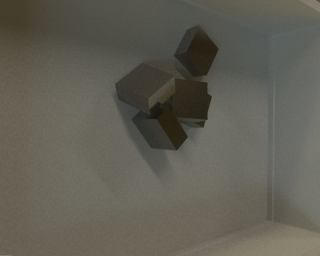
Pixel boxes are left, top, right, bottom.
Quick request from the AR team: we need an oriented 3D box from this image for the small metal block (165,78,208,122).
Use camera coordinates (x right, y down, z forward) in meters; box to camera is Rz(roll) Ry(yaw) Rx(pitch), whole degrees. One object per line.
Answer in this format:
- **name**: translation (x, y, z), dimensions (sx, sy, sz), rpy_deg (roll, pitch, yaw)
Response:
- **small metal block**: translation (0.034, -0.035, 0.407), dimensions (0.050, 0.025, 0.050), rpy_deg (4, 82, -23)

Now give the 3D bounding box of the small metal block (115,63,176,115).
- **small metal block**: translation (-0.017, -0.048, 0.374), dimensions (0.050, 0.050, 0.025), rpy_deg (-45, 148, -31)

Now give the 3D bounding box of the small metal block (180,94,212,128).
- **small metal block**: translation (0.044, -0.033, 0.446), dimensions (0.050, 0.025, 0.050), rpy_deg (27, 73, -37)

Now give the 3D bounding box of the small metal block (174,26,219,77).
- **small metal block**: translation (0.054, -0.111, 0.454), dimensions (0.050, 0.025, 0.050), rpy_deg (40, 66, -33)

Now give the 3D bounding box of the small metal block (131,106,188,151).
- **small metal block**: translation (-0.001, 0.000, 0.392), dimensions (0.025, 0.050, 0.050), rpy_deg (-48, 119, -29)
